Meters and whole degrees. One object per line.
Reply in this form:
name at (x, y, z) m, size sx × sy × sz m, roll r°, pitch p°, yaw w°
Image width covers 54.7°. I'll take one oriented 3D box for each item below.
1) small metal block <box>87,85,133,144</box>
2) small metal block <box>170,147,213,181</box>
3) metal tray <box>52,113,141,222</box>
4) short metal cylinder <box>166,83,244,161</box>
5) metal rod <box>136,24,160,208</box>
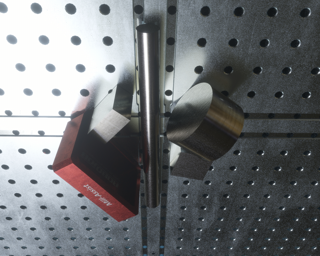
small metal block at (-0.060, -0.017, 0.379) m, size 0.025 × 0.050 × 0.050 m, roll 34°, pitch 122°, yaw -26°
small metal block at (0.046, 0.048, 0.454) m, size 0.050 × 0.025 × 0.050 m, roll 12°, pitch 129°, yaw -10°
metal tray at (-0.076, 0.054, 0.413) m, size 0.030 × 0.090 × 0.130 m, roll -26°, pitch 126°, yaw 20°
short metal cylinder at (0.052, -0.007, 0.370) m, size 0.050 × 0.080 × 0.080 m, roll 31°, pitch 123°, yaw -24°
metal rod at (-0.013, 0.010, 0.419) m, size 0.025 × 0.025 × 0.298 m, roll 0°, pitch 130°, yaw 0°
